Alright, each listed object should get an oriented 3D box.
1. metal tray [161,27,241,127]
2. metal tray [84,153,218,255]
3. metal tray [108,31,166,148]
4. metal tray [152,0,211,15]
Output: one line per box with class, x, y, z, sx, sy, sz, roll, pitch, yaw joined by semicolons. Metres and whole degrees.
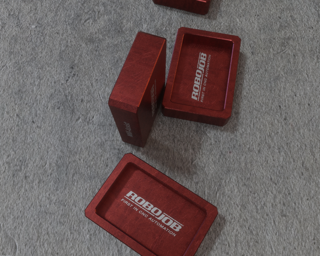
metal tray;0.058;-0.073;0.432;0.090;0.030;0.130;11;70;4
metal tray;-0.010;0.101;0.368;0.130;0.030;0.090;31;73;10
metal tray;-0.021;-0.038;0.366;0.030;0.130;0.090;18;71;6
metal tray;0.048;-0.250;0.496;0.090;0.030;0.130;16;71;5
